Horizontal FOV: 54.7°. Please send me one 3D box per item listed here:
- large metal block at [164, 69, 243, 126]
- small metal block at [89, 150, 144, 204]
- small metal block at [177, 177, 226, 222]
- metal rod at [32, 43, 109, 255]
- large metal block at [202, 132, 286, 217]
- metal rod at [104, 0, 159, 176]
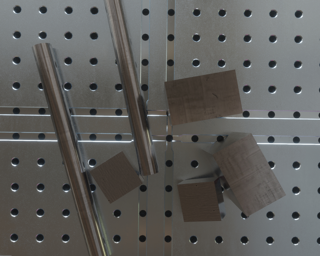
[{"bbox_3d":[0.049,-0.034,0.386,0.080,0.080,0.050,-10,90,0],"label":"large metal block"},{"bbox_3d":[-0.057,0.064,0.413,0.050,0.025,0.050,-32,90,0],"label":"small metal block"},{"bbox_3d":[0.055,0.093,0.404,0.050,0.025,0.050,-10,90,26],"label":"small metal block"},{"bbox_3d":[-0.118,0.035,0.412,0.025,0.025,0.298,-15,90,0],"label":"metal rod"},{"bbox_3d":[0.100,0.052,0.386,0.050,0.080,0.080,-29,90,0],"label":"large metal block"},{"bbox_3d":[-0.044,-0.085,0.412,0.025,0.025,0.298,-12,90,0],"label":"metal rod"}]
